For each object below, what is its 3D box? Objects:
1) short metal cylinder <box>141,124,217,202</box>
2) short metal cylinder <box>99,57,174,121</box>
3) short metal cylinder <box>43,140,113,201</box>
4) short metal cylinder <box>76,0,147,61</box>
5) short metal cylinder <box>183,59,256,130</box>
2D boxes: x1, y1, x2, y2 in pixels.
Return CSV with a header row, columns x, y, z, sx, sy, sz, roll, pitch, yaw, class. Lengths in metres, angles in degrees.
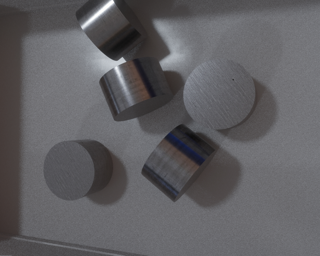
x,y,z,sx,sy,sz,roll,pitch,yaw,class
0.024,0.042,0.372,0.050,0.080,0.080,39,102,15,short metal cylinder
-0.029,-0.047,0.391,0.080,0.080,0.050,-25,82,18,short metal cylinder
-0.114,0.057,0.436,0.080,0.050,0.079,0,90,19,short metal cylinder
-0.061,-0.135,0.402,0.050,0.080,0.080,-35,79,17,short metal cylinder
0.074,-0.038,0.371,0.080,0.050,0.079,0,90,19,short metal cylinder
